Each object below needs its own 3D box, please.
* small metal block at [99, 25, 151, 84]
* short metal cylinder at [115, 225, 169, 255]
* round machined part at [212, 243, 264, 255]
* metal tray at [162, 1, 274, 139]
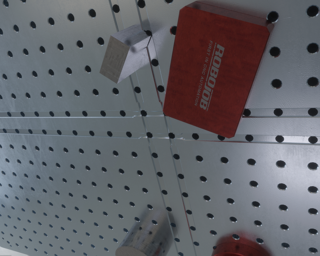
[{"bbox_3d":[-0.041,-0.087,0.363,0.025,0.050,0.050,33,129,7],"label":"small metal block"},{"bbox_3d":[-0.031,0.219,0.547,0.080,0.050,0.079,13,124,21],"label":"short metal cylinder"},{"bbox_3d":[0.122,0.228,0.477,0.098,0.042,0.097,13,124,21],"label":"round machined part"},{"bbox_3d":[0.058,-0.060,0.340,0.090,0.030,0.129,21,126,15],"label":"metal tray"}]
